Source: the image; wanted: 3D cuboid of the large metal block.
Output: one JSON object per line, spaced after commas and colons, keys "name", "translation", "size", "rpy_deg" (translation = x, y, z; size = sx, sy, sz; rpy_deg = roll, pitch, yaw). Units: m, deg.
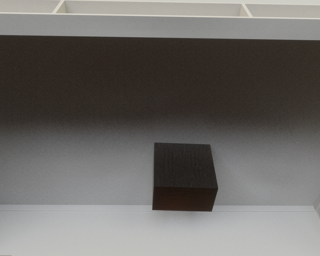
{"name": "large metal block", "translation": [0.031, 0.067, 0.431], "size": [0.081, 0.080, 0.050], "rpy_deg": [2, 130, -3]}
